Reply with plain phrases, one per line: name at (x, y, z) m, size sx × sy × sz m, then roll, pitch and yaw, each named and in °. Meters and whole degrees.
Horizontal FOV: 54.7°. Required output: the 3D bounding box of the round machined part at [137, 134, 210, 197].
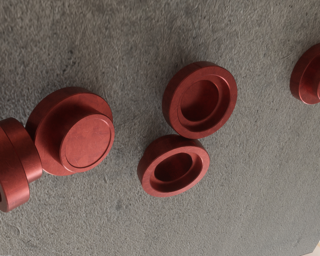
round machined part at (0.015, 0.047, 0.426) m, size 0.099 × 0.042 × 0.097 m, roll -14°, pitch 133°, yaw -15°

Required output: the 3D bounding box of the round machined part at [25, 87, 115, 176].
round machined part at (-0.088, 0.009, 0.332) m, size 0.099 × 0.042 × 0.097 m, roll -31°, pitch 135°, yaw -37°

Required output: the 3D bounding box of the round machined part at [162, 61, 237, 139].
round machined part at (0.046, -0.038, 0.396) m, size 0.099 × 0.042 × 0.097 m, roll -13°, pitch 122°, yaw -22°

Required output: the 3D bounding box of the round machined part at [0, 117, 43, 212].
round machined part at (-0.151, 0.028, 0.300) m, size 0.042 × 0.098 × 0.097 m, roll -28°, pitch 132°, yaw -39°

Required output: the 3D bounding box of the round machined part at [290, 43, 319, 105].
round machined part at (0.258, -0.081, 0.486) m, size 0.099 × 0.042 × 0.097 m, roll -14°, pitch 124°, yaw -21°
